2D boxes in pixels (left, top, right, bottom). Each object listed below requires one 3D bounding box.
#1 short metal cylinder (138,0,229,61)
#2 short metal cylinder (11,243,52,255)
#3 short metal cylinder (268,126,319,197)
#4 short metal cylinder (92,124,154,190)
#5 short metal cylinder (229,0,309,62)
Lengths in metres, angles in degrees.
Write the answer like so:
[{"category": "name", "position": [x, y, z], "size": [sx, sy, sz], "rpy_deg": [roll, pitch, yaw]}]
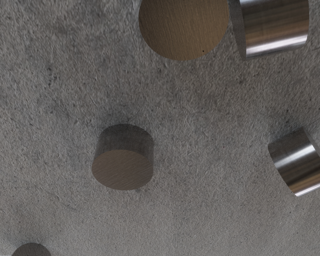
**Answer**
[{"category": "short metal cylinder", "position": [0.021, -0.112, 0.295], "size": [0.081, 0.050, 0.079], "rpy_deg": [0, 130, 0]}, {"category": "short metal cylinder", "position": [-0.257, 0.272, 0.600], "size": [0.080, 0.080, 0.050], "rpy_deg": [30, 124, -23]}, {"category": "short metal cylinder", "position": [0.188, 0.044, 0.410], "size": [0.050, 0.080, 0.080], "rpy_deg": [-34, 123, 25]}, {"category": "short metal cylinder", "position": [-0.049, 0.041, 0.425], "size": [0.081, 0.050, 0.079], "rpy_deg": [0, 130, 0]}, {"category": "short metal cylinder", "position": [0.095, -0.106, 0.282], "size": [0.050, 0.080, 0.080], "rpy_deg": [-12, 129, 10]}]
